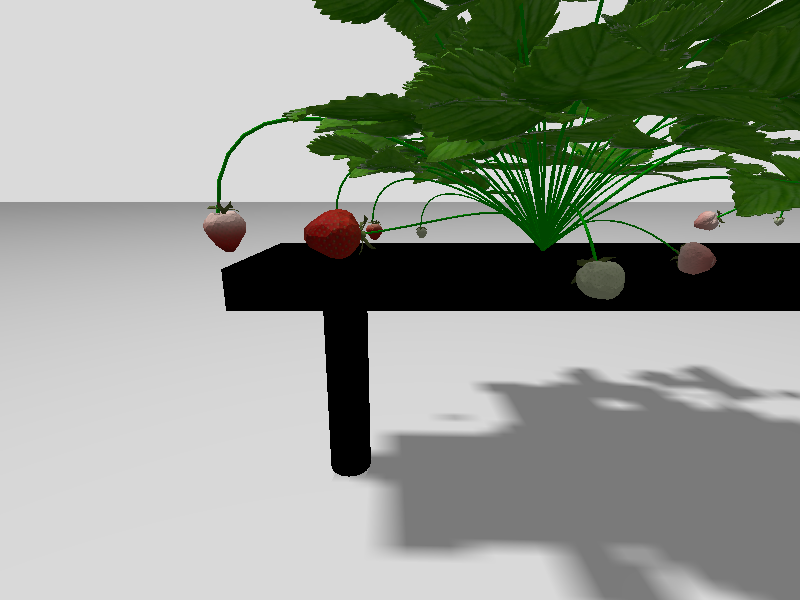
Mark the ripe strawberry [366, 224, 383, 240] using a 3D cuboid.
[{"bbox_3d":[-0.026,-0.069,0.408,0.016,0.016,0.018,6,16,21],"label":"ripe strawberry"}]

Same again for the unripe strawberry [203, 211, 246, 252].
[{"bbox_3d":[-0.135,-0.053,0.311,0.030,0.031,0.029,-2,15,-8],"label":"unripe strawberry"}]

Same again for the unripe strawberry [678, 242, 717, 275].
[{"bbox_3d":[0.182,-0.025,0.246,0.017,0.020,0.019,-8,23,-27],"label":"unripe strawberry"}]

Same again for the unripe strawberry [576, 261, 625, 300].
[{"bbox_3d":[0.094,-0.008,0.187,0.021,0.019,0.019,3,43,10],"label":"unripe strawberry"}]

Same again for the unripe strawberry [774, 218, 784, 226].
[{"bbox_3d":[0.494,-0.102,0.522,0.011,0.010,0.010,-7,17,-23],"label":"unripe strawberry"}]

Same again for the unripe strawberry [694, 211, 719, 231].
[{"bbox_3d":[0.392,-0.101,0.514,0.028,0.025,0.026,-16,1,-45],"label":"unripe strawberry"}]

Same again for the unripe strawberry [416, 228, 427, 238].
[{"bbox_3d":[0.023,-0.072,0.433,0.011,0.011,0.011,13,20,39],"label":"unripe strawberry"}]

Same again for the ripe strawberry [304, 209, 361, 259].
[{"bbox_3d":[-0.051,-0.050,0.302,0.042,0.036,0.042,-4,16,-14],"label":"ripe strawberry"}]
